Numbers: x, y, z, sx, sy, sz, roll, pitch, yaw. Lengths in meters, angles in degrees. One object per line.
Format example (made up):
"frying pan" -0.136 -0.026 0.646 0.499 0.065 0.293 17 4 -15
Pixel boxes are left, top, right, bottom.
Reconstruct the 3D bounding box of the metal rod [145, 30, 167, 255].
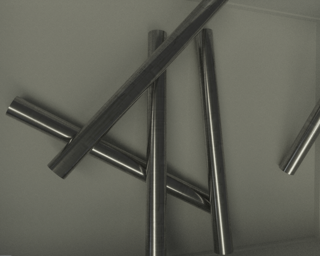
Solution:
"metal rod" -0.004 0.023 0.386 0.025 0.025 0.298 4 81 -20

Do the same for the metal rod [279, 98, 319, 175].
"metal rod" 0.254 -0.063 0.437 0.025 0.025 0.298 16 110 -20

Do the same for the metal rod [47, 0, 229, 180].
"metal rod" -0.018 -0.062 0.371 0.025 0.025 0.300 44 78 -15

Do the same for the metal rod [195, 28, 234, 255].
"metal rod" 0.072 0.014 0.420 0.025 0.025 0.298 -3 85 -20

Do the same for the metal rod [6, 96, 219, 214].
"metal rod" -0.042 0.044 0.395 0.301 0.025 0.025 29 81 -18
